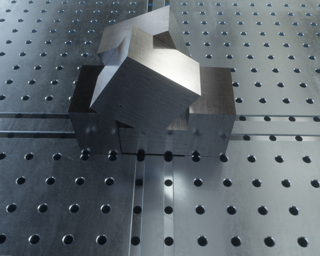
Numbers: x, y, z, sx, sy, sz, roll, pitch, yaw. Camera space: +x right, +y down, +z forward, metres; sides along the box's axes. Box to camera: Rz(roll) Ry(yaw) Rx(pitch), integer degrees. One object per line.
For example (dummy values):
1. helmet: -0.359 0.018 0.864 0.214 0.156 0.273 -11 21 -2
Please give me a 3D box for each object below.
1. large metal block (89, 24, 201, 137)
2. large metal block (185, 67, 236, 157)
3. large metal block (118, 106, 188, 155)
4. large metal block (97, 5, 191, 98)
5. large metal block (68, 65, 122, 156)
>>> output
1. large metal block: -0.015 -0.044 0.322 0.080 0.080 0.050 25 45 -23
2. large metal block: 0.059 -0.020 0.389 0.050 0.080 0.080 3 50 2
3. large metal block: -0.006 -0.014 0.400 0.081 0.050 0.080 2 50 1
4. large metal block: -0.013 -0.081 0.357 0.080 0.080 0.050 -13 47 18
5. large metal block: -0.073 -0.022 0.389 0.050 0.080 0.080 2 50 1
